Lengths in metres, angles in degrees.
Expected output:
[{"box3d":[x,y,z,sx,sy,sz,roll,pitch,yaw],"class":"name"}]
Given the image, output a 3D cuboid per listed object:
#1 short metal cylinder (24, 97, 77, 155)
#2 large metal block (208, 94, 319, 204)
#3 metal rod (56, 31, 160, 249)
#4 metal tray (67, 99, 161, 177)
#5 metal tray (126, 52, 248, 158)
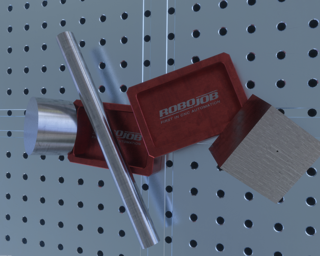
[{"box3d":[-0.155,-0.001,0.435,0.080,0.050,0.080,-8,80,54],"class":"short metal cylinder"},{"box3d":[0.115,0.022,0.340,0.080,0.050,0.080,33,103,-15],"class":"large metal block"},{"box3d":[-0.071,0.009,0.406,0.025,0.025,0.299,-27,81,18],"class":"metal rod"},{"box3d":[-0.062,0.011,0.431,0.130,0.030,0.089,7,92,19],"class":"metal tray"},{"box3d":[0.036,-0.026,0.377,0.131,0.030,0.090,-20,83,2],"class":"metal tray"}]
